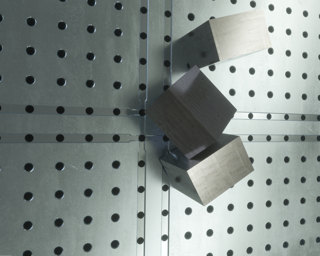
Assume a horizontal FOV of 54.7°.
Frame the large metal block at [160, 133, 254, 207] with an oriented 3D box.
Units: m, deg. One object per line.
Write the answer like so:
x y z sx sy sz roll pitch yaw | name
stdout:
0.059 0.048 0.405 0.080 0.080 0.050 -31 105 -18 | large metal block

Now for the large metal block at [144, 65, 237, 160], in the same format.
0.041 -0.022 0.389 0.080 0.050 0.080 47 42 -3 | large metal block

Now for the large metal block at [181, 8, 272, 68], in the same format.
0.086 -0.116 0.417 0.081 0.080 0.050 -19 97 -19 | large metal block
